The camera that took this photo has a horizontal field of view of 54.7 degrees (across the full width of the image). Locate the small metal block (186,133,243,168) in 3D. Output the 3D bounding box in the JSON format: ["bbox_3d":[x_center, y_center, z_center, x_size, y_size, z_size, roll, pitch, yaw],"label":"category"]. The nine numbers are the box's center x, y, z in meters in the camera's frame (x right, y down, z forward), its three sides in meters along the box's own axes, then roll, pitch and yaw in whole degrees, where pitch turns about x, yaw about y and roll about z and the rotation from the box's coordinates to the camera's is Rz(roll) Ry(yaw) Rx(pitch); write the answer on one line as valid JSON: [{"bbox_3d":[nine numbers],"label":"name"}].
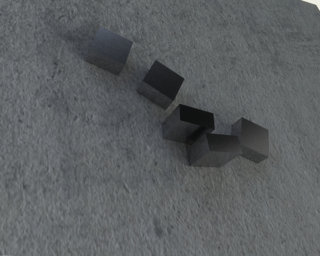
[{"bbox_3d":[0.071,0.031,0.409,0.050,0.050,0.025,5,60,-26],"label":"small metal block"}]

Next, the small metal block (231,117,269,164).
[{"bbox_3d":[0.136,0.019,0.468,0.050,0.025,0.050,24,53,-14],"label":"small metal block"}]

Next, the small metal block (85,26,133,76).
[{"bbox_3d":[-0.070,-0.108,0.433,0.050,0.025,0.050,23,53,-15],"label":"small metal block"}]

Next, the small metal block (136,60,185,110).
[{"bbox_3d":[0.001,-0.062,0.444,0.050,0.025,0.050,32,51,-8],"label":"small metal block"}]

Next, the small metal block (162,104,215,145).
[{"bbox_3d":[0.037,-0.003,0.411,0.050,0.050,0.025,14,56,-21],"label":"small metal block"}]
